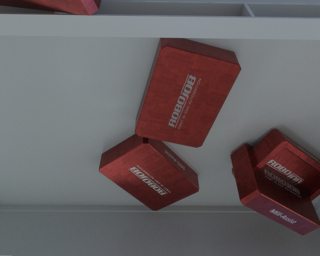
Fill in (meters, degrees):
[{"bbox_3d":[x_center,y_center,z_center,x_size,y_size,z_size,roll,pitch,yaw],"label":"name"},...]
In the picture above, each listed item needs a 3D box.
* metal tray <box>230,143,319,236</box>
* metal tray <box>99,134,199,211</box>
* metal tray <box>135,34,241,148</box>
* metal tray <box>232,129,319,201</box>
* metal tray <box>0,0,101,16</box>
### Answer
[{"bbox_3d":[0.163,0.087,0.441,0.131,0.090,0.030,30,125,-23],"label":"metal tray"},{"bbox_3d":[-0.014,0.068,0.463,0.090,0.030,0.130,-31,124,23],"label":"metal tray"},{"bbox_3d":[0.028,-0.038,0.373,0.091,0.030,0.129,12,129,-11],"label":"metal tray"},{"bbox_3d":[0.182,0.068,0.452,0.131,0.030,0.090,30,112,-24],"label":"metal tray"},{"bbox_3d":[-0.074,-0.146,0.211,0.090,0.130,0.030,10,167,9],"label":"metal tray"}]
